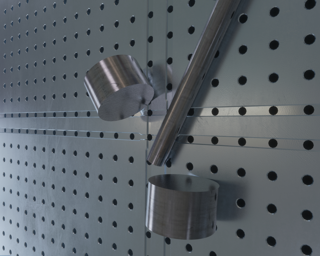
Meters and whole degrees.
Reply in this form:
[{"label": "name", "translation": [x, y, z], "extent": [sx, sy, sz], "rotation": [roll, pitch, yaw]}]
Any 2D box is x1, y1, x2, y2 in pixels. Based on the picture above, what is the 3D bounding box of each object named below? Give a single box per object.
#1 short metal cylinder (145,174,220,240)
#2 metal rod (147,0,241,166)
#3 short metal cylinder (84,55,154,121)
[{"label": "short metal cylinder", "translation": [0.025, 0.086, 0.353], "extent": [0.080, 0.081, 0.050], "rotation": [7, 95, 40]}, {"label": "metal rod", "translation": [0.051, -0.085, 0.367], "extent": [0.025, 0.025, 0.298], "rotation": [37, 112, 34]}, {"label": "short metal cylinder", "translation": [-0.055, -0.053, 0.419], "extent": [0.080, 0.081, 0.050], "rotation": [-43, 64, 32]}]
